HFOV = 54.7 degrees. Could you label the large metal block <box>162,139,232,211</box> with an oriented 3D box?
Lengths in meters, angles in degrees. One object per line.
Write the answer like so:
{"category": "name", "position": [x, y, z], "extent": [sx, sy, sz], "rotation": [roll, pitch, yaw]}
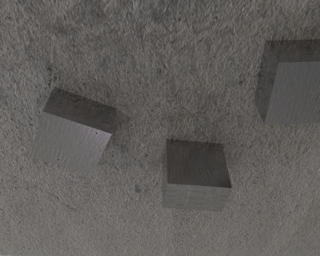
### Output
{"category": "large metal block", "position": [0.046, 0.064, 0.426], "extent": [0.081, 0.080, 0.050], "rotation": [5, 130, -5]}

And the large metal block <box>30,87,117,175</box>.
{"category": "large metal block", "position": [-0.110, 0.006, 0.394], "extent": [0.080, 0.050, 0.079], "rotation": [19, 127, -16]}

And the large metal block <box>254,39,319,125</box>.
{"category": "large metal block", "position": [0.158, -0.051, 0.348], "extent": [0.080, 0.050, 0.079], "rotation": [-2, 130, 1]}
